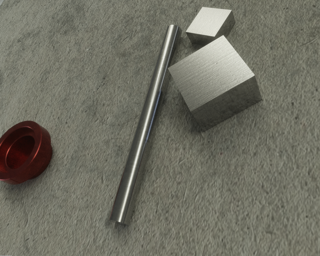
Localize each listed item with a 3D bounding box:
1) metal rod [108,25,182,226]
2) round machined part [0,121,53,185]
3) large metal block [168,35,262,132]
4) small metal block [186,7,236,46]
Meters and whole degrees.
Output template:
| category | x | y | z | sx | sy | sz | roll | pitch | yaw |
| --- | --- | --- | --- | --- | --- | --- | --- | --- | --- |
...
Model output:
| category | x | y | z | sx | sy | sz | roll | pitch | yaw |
| --- | --- | --- | --- | --- | --- | --- | --- | --- | --- |
| metal rod | -0.013 | -0.021 | 0.423 | 0.025 | 0.025 | 0.300 | 1 | 62 | 28 |
| round machined part | -0.207 | 0.041 | 0.476 | 0.098 | 0.042 | 0.098 | -13 | 56 | 21 |
| large metal block | 0.067 | -0.055 | 0.387 | 0.080 | 0.050 | 0.080 | -30 | 52 | 9 |
| small metal block | 0.075 | -0.148 | 0.456 | 0.050 | 0.025 | 0.050 | 23 | 74 | 36 |
